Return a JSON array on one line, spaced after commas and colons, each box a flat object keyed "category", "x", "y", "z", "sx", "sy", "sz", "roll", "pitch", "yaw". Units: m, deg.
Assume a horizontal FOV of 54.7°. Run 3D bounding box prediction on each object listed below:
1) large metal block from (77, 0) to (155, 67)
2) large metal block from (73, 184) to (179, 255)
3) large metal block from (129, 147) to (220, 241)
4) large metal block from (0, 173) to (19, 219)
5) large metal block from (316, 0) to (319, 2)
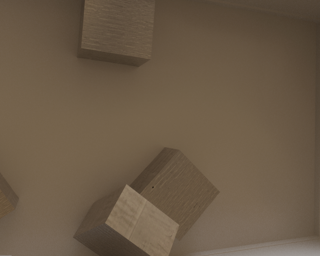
[{"category": "large metal block", "x": -0.054, "y": -0.124, "z": 0.377, "sx": 0.081, "sy": 0.050, "sz": 0.080, "roll": 5, "pitch": 89, "yaw": -20}, {"category": "large metal block", "x": -0.039, "y": 0.119, "z": 0.358, "sx": 0.080, "sy": 0.080, "sz": 0.050, "roll": 41, "pitch": 45, "yaw": -14}, {"category": "large metal block", "x": 0.016, "y": 0.083, "z": 0.403, "sx": 0.080, "sy": 0.050, "sz": 0.080, "roll": 47, "pitch": 76, "yaw": -14}, {"category": "large metal block", "x": -0.209, "y": 0.070, "z": 0.320, "sx": 0.080, "sy": 0.050, "sz": 0.080, "roll": -34, "pitch": 101, "yaw": -17}, {"category": "large metal block", "x": 0.263, "y": -0.255, "z": 0.480, "sx": 0.080, "sy": 0.080, "sz": 0.050, "roll": 35, "pitch": 79, "yaw": -17}]
